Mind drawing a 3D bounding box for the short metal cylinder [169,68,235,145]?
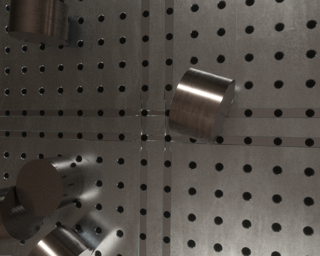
[{"bbox_3d":[0.051,-0.026,0.365,0.050,0.080,0.080,20,97,18],"label":"short metal cylinder"}]

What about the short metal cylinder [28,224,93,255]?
[{"bbox_3d":[-0.141,0.183,0.431,0.050,0.080,0.080,36,101,16],"label":"short metal cylinder"}]

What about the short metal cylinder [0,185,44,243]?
[{"bbox_3d":[-0.221,0.128,0.459,0.050,0.080,0.080,-15,85,19],"label":"short metal cylinder"}]

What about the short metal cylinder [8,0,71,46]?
[{"bbox_3d":[-0.171,-0.151,0.442,0.080,0.080,0.050,7,92,19],"label":"short metal cylinder"}]

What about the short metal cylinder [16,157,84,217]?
[{"bbox_3d":[-0.160,0.083,0.454,0.080,0.050,0.079,0,90,19],"label":"short metal cylinder"}]
